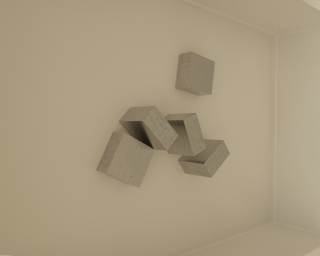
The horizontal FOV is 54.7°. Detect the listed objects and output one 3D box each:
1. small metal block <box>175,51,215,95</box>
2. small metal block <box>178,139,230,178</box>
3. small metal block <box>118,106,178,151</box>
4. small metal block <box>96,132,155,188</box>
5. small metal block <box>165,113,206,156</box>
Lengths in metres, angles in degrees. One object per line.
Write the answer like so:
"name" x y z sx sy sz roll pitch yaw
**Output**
"small metal block" 0.051 -0.077 0.449 0.050 0.025 0.050 11 83 -39
"small metal block" 0.063 0.042 0.443 0.050 0.050 0.025 -45 117 -31
"small metal block" -0.014 0.000 0.378 0.050 0.050 0.025 52 60 -28
"small metal block" -0.041 0.038 0.373 0.050 0.025 0.050 33 70 -35
"small metal block" 0.029 0.008 0.414 0.025 0.050 0.050 -28 108 -36
